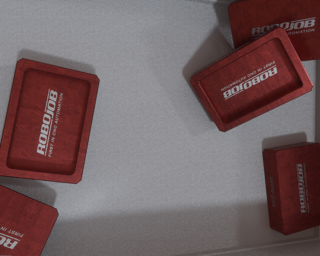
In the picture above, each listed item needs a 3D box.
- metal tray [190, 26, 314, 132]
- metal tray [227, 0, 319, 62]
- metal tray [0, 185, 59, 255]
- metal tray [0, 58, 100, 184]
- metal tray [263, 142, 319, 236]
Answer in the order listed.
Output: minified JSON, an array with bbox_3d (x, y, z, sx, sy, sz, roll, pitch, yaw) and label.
[{"bbox_3d":[0.118,-0.062,0.411,0.130,0.030,0.090,-28,103,21],"label":"metal tray"},{"bbox_3d":[0.162,-0.133,0.406,0.030,0.130,0.090,-46,127,-48],"label":"metal tray"},{"bbox_3d":[-0.184,0.103,0.315,0.130,0.030,0.090,33,56,-24],"label":"metal tray"},{"bbox_3d":[-0.128,-0.006,0.360,0.091,0.030,0.129,11,86,-20],"label":"metal tray"},{"bbox_3d":[0.213,0.092,0.486,0.091,0.030,0.129,-8,93,-20],"label":"metal tray"}]
